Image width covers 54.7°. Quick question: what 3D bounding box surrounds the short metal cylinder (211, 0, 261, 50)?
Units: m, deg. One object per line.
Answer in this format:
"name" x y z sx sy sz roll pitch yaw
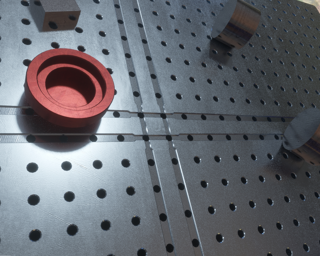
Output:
"short metal cylinder" 0.137 -0.190 0.566 0.050 0.080 0.080 23 53 -15

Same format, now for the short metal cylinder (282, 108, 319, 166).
"short metal cylinder" 0.247 0.014 0.501 0.050 0.080 0.080 32 51 -8

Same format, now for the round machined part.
"round machined part" -0.107 -0.043 0.366 0.099 0.042 0.098 14 56 -21

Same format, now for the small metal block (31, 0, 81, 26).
"small metal block" -0.147 -0.173 0.435 0.050 0.025 0.050 -18 71 -35
